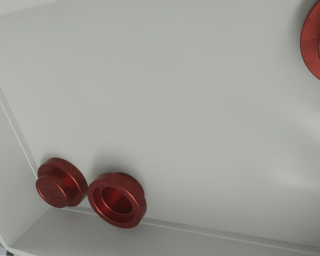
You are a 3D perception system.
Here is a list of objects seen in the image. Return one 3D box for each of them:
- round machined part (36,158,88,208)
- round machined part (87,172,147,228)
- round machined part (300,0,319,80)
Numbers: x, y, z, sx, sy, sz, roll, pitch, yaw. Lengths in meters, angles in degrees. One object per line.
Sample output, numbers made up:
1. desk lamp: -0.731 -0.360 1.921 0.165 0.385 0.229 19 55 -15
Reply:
1. round machined part: -0.183 0.106 0.560 0.098 0.042 0.097 13 124 21
2. round machined part: -0.064 0.111 0.501 0.098 0.042 0.097 13 124 21
3. round machined part: 0.171 -0.076 0.260 0.098 0.042 0.097 13 124 21
